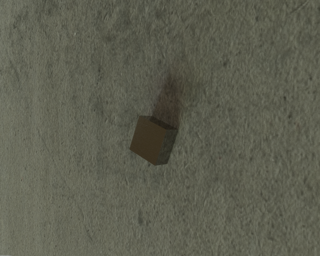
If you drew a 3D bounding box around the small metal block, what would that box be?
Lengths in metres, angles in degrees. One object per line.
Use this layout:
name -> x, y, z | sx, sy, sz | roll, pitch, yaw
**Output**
small metal block -> -0.009, 0.016, 0.413 | 0.050, 0.025, 0.050 | 28, 107, 36
